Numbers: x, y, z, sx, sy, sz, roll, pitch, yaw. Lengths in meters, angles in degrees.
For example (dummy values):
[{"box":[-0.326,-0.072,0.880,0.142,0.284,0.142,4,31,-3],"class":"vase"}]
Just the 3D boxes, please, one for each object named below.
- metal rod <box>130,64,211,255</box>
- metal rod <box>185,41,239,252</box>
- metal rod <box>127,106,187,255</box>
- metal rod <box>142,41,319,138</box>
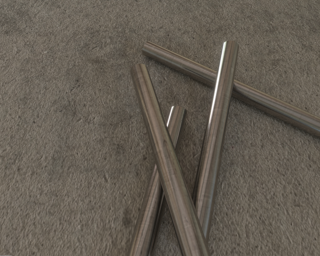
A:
[{"box":[0.006,0.032,0.342,0.025,0.025,0.300,-11,51,-9],"class":"metal rod"},{"box":[0.069,0.000,0.383,0.025,0.025,0.300,11,57,9],"class":"metal rod"},{"box":[-0.009,0.091,0.326,0.025,0.025,0.300,10,51,8],"class":"metal rod"},{"box":[0.099,-0.063,0.456,0.300,0.025,0.025,30,56,22],"class":"metal rod"}]
